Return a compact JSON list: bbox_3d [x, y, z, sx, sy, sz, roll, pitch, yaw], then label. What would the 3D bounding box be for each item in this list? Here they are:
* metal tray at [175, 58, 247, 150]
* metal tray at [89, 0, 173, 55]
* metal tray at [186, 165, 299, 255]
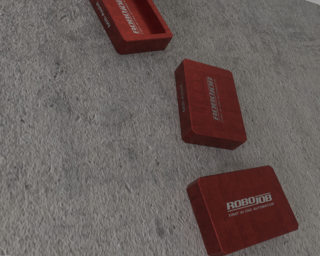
[{"bbox_3d":[0.073,-0.036,0.462,0.091,0.030,0.130,10,57,-23],"label":"metal tray"},{"bbox_3d":[-0.048,-0.178,0.482,0.091,0.030,0.130,-17,71,-35],"label":"metal tray"},{"bbox_3d":[0.107,0.101,0.396,0.131,0.030,0.090,-4,64,-30],"label":"metal tray"}]
